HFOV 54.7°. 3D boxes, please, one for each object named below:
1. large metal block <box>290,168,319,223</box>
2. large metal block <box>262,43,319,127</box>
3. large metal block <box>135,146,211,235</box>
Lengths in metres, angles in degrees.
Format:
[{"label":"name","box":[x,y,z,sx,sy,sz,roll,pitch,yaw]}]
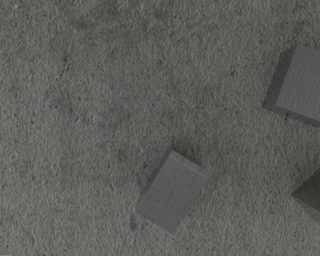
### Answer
[{"label":"large metal block","box":[0.225,0.083,0.384,0.080,0.080,0.050,-43,90,0]},{"label":"large metal block","box":[0.191,-0.051,0.399,0.080,0.050,0.080,20,90,0]},{"label":"large metal block","box":[0.014,0.071,0.383,0.050,0.080,0.080,32,90,0]}]
